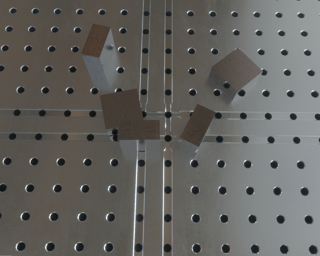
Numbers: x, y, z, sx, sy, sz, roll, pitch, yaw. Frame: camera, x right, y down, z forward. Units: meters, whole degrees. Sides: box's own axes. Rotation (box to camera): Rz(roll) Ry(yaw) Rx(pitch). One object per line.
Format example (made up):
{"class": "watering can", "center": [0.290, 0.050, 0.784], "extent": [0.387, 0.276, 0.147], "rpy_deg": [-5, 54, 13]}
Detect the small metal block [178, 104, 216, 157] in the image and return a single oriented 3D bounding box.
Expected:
{"class": "small metal block", "center": [0.046, 0.005, 0.397], "extent": [0.025, 0.050, 0.050], "rpy_deg": [26, 72, 9]}

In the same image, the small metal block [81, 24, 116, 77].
{"class": "small metal block", "center": [-0.085, -0.109, 0.437], "extent": [0.025, 0.050, 0.050], "rpy_deg": [13, 71, 4]}

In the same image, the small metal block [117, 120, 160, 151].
{"class": "small metal block", "center": [-0.025, 0.011, 0.394], "extent": [0.050, 0.050, 0.025], "rpy_deg": [-1, 70, -1]}

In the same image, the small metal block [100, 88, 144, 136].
{"class": "small metal block", "center": [-0.050, -0.021, 0.419], "extent": [0.050, 0.025, 0.050], "rpy_deg": [-12, 71, -5]}

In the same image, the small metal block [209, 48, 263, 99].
{"class": "small metal block", "center": [0.108, -0.078, 0.442], "extent": [0.050, 0.025, 0.050], "rpy_deg": [-38, 75, -13]}
